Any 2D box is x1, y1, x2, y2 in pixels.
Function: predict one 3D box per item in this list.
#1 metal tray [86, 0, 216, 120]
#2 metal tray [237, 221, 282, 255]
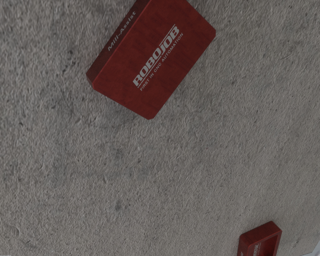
[{"bbox_3d":[-0.009,-0.082,0.348,0.090,0.030,0.130,30,102,-38],"label":"metal tray"},{"bbox_3d":[0.219,0.276,0.693,0.091,0.030,0.129,-16,125,-19],"label":"metal tray"}]
